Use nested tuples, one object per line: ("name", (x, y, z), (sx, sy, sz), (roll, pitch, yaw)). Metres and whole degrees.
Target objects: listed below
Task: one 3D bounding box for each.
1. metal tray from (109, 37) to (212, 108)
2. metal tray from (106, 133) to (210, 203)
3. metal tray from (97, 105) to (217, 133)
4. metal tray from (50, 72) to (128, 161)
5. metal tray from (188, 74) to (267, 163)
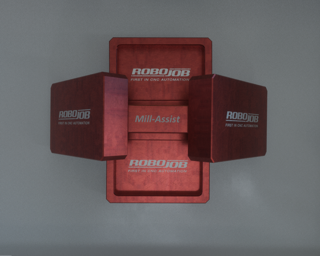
("metal tray", (0.001, -0.070, 0.407), (0.131, 0.030, 0.089), (0, 91, -1))
("metal tray", (-0.002, 0.050, 0.405), (0.131, 0.030, 0.089), (0, 90, -1))
("metal tray", (-0.003, -0.010, 0.377), (0.131, 0.090, 0.030), (0, 90, -1))
("metal tray", (-0.088, -0.012, 0.363), (0.030, 0.130, 0.089), (1, 90, -42))
("metal tray", (0.084, -0.009, 0.364), (0.030, 0.131, 0.089), (1, 90, 42))
